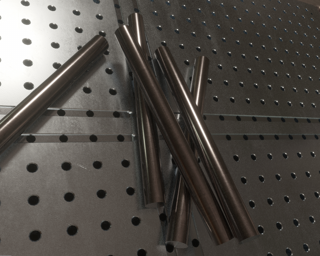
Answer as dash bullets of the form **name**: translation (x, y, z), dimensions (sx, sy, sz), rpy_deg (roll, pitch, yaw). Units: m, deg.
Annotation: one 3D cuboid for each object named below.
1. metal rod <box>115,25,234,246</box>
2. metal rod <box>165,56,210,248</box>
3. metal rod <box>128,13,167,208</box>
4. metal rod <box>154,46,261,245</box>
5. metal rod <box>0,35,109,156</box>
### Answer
- **metal rod**: translation (0.010, -0.005, 0.384), dimensions (0.025, 0.025, 0.299), rpy_deg (-13, 69, -34)
- **metal rod**: translation (0.044, 0.009, 0.428), dimensions (0.025, 0.025, 0.300), rpy_deg (23, 53, -15)
- **metal rod**: translation (-0.022, -0.043, 0.423), dimensions (0.025, 0.025, 0.299), rpy_deg (7, 59, -25)
- **metal rod**: translation (0.048, -0.001, 0.403), dimensions (0.025, 0.025, 0.299), rpy_deg (0, 52, -29)
- **metal rod**: translation (-0.144, -0.020, 0.343), dimensions (0.025, 0.025, 0.301), rpy_deg (36, 51, -5)
